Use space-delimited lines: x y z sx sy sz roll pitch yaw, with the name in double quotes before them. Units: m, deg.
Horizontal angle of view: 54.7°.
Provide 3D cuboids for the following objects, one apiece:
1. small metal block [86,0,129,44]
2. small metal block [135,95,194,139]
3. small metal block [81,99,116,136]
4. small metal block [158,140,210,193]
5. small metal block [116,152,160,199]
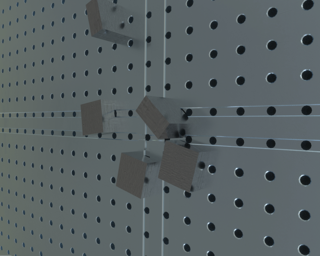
"small metal block" -0.077 -0.157 0.454 0.025 0.050 0.050 -19 78 38
"small metal block" 0.006 -0.013 0.386 0.050 0.050 0.025 51 120 27
"small metal block" -0.098 -0.016 0.487 0.050 0.025 0.050 -9 85 39
"small metal block" 0.029 0.046 0.384 0.050 0.025 0.050 19 102 38
"small metal block" -0.032 0.065 0.434 0.050 0.025 0.050 17 101 38
